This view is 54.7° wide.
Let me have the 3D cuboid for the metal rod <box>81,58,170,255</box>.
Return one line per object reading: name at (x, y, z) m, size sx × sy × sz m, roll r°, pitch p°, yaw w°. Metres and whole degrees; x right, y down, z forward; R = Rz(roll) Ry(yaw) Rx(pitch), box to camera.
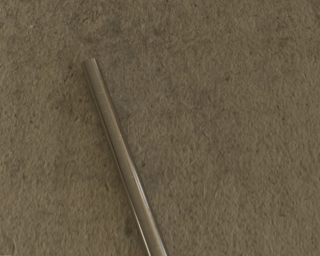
metal rod at (-0.046, 0.040, 0.392) m, size 0.025 × 0.025 × 0.299 m, roll -20°, pitch 71°, yaw -7°
